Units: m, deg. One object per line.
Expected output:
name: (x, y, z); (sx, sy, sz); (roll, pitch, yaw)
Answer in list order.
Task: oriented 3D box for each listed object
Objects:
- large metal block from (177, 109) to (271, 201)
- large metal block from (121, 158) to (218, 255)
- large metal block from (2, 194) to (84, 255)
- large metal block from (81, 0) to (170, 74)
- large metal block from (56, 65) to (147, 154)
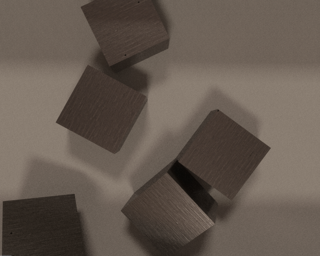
large metal block: (0.078, 0.032, 0.400); (0.080, 0.050, 0.080); (36, 90, -1)
large metal block: (0.013, 0.099, 0.387); (0.080, 0.050, 0.080); (-42, 91, 19)
large metal block: (-0.139, 0.129, 0.364); (0.081, 0.050, 0.080); (-1, 47, -25)
large metal block: (-0.042, -0.127, 0.398); (0.080, 0.050, 0.080); (-26, 90, -1)
large metal block: (-0.071, -0.023, 0.398); (0.080, 0.050, 0.080); (29, 90, -1)
